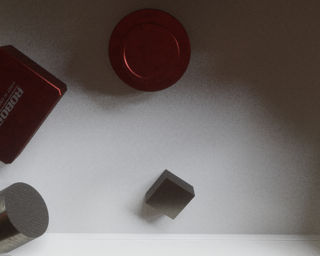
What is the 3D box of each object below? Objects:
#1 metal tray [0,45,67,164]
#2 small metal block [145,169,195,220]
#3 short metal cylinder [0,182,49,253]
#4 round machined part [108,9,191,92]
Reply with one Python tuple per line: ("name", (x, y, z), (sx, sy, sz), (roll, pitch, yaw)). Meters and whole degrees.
("metal tray", (-0.194, -0.028, 0.396), (0.090, 0.030, 0.130), (37, 106, -13))
("small metal block", (0.014, 0.096, 0.447), (0.050, 0.025, 0.050), (34, 106, -12))
("short metal cylinder", (-0.200, 0.122, 0.424), (0.050, 0.080, 0.080), (-29, 108, 10))
("round machined part", (-0.012, -0.090, 0.369), (0.099, 0.042, 0.097), (0, 110, -1))
